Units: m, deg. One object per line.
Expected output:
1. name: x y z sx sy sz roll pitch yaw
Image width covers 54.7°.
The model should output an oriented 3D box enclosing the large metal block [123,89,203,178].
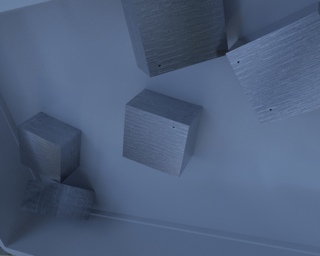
1. large metal block: 0.002 0.006 0.394 0.080 0.050 0.079 19 126 16

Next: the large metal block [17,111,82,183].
1. large metal block: -0.178 0.032 0.503 0.080 0.050 0.079 24 127 13

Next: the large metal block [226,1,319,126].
1. large metal block: 0.121 -0.058 0.292 0.080 0.050 0.080 -20 108 35

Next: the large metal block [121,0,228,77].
1. large metal block: 0.013 -0.102 0.295 0.081 0.050 0.079 -19 116 -11

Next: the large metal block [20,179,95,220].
1. large metal block: -0.173 0.124 0.531 0.080 0.050 0.080 2 162 27
